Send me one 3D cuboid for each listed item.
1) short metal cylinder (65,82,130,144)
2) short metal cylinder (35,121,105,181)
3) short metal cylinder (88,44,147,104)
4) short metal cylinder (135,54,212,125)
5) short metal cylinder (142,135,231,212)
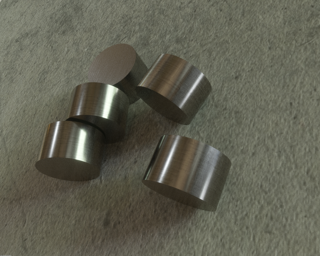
[{"bbox_3d":[-0.085,-0.018,0.422,0.080,0.080,0.050,-9,58,23],"label":"short metal cylinder"},{"bbox_3d":[-0.116,0.033,0.408,0.080,0.080,0.050,-11,57,22],"label":"short metal cylinder"},{"bbox_3d":[-0.060,-0.079,0.466,0.080,0.050,0.080,-13,56,20],"label":"short metal cylinder"},{"bbox_3d":[0.017,-0.047,0.387,0.080,0.080,0.050,25,76,36],"label":"short metal cylinder"},{"bbox_3d":[0.028,0.048,0.324,0.080,0.080,0.050,11,67,32],"label":"short metal cylinder"}]
